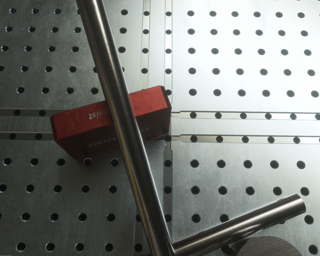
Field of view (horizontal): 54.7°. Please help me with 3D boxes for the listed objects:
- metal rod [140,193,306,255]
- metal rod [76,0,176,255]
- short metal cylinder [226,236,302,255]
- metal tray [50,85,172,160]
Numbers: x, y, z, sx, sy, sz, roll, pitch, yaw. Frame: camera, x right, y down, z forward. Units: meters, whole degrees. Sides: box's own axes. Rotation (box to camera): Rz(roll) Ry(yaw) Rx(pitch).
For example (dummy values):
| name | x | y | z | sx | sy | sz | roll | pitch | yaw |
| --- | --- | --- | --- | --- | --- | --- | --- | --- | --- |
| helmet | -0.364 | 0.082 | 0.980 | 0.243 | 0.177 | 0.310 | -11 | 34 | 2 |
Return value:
| name | x | y | z | sx | sy | sz | roll | pitch | yaw |
| --- | --- | --- | --- | --- | --- | --- | --- | --- | --- |
| metal rod | 0.030 | 0.142 | 0.360 | 0.302 | 0.025 | 0.025 | -19 | 71 | -8 |
| metal rod | -0.035 | 0.000 | 0.319 | 0.025 | 0.025 | 0.298 | -16 | 96 | -6 |
| short metal cylinder | 0.115 | 0.161 | 0.341 | 0.081 | 0.050 | 0.080 | 0 | 70 | 0 |
| metal tray | -0.054 | -0.003 | 0.377 | 0.131 | 0.090 | 0.030 | -16 | 71 | -6 |
